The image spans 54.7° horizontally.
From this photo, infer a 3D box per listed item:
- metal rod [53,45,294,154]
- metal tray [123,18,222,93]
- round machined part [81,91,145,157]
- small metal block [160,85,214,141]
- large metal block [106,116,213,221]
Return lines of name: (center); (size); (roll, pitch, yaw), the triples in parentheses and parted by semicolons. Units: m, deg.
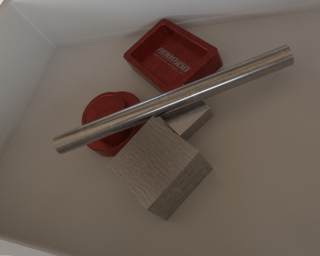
metal rod: (0.010, -0.031, 0.377); (0.301, 0.025, 0.025); (-21, 54, 7)
metal tray: (0.015, -0.101, 0.455); (0.090, 0.030, 0.130); (-43, 51, -2)
round machined part: (-0.070, -0.012, 0.437); (0.098, 0.042, 0.098); (-13, 56, 20)
small metal block: (0.031, -0.019, 0.395); (0.050, 0.025, 0.050); (-43, 61, -2)
large metal block: (-0.001, 0.046, 0.361); (0.080, 0.050, 0.080); (-47, 52, -5)
